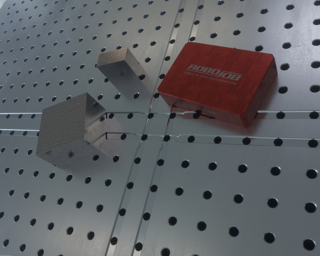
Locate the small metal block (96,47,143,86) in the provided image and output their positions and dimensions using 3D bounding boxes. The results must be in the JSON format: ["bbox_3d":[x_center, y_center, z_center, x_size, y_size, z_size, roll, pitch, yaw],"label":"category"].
[{"bbox_3d":[-0.062,-0.095,0.483,0.050,0.050,0.025,-7,59,24],"label":"small metal block"}]

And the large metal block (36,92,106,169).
[{"bbox_3d":[-0.128,0.005,0.457,0.080,0.050,0.080,-18,55,17],"label":"large metal block"}]

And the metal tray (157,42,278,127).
[{"bbox_3d":[0.072,-0.062,0.405,0.130,0.030,0.090,20,72,35],"label":"metal tray"}]
